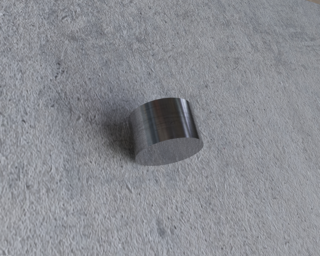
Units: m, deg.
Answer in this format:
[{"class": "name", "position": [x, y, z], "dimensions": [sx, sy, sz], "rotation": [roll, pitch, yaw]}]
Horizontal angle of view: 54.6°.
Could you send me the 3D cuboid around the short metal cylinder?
[{"class": "short metal cylinder", "position": [0.006, 0.007, 0.367], "dimensions": [0.081, 0.080, 0.050], "rotation": [1, 62, -28]}]
